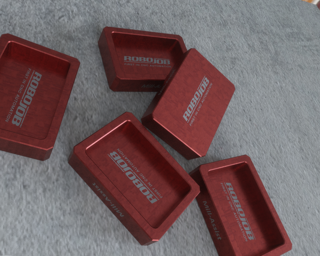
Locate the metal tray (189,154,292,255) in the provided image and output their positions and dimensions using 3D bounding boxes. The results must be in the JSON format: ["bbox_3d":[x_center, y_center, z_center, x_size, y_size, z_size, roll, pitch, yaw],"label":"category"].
[{"bbox_3d":[0.100,0.104,0.392,0.091,0.030,0.130,-8,66,-32],"label":"metal tray"}]

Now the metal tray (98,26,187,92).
[{"bbox_3d":[-0.016,-0.098,0.453,0.131,0.030,0.090,-3,63,-30],"label":"metal tray"}]

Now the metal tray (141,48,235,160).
[{"bbox_3d":[0.043,-0.034,0.421,0.090,0.030,0.130,39,60,-17],"label":"metal tray"}]

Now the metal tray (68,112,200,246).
[{"bbox_3d":[-0.027,0.054,0.354,0.130,0.030,0.091,47,51,4],"label":"metal tray"}]

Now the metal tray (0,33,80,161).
[{"bbox_3d":[-0.149,-0.037,0.342,0.091,0.030,0.130,18,54,-18],"label":"metal tray"}]
